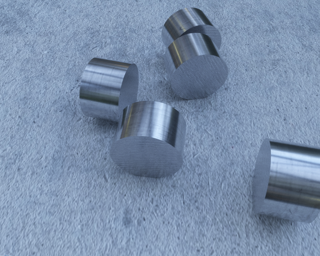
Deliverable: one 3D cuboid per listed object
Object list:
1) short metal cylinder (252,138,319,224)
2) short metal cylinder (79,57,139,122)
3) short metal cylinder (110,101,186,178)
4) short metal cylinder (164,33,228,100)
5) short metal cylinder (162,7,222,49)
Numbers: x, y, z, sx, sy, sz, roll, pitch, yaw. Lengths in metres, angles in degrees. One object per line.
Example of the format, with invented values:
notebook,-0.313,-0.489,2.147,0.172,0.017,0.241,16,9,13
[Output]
short metal cylinder,0.131,0.054,0.323,0.050,0.080,0.080,9,51,8
short metal cylinder,-0.064,-0.049,0.408,0.050,0.080,0.080,12,51,9
short metal cylinder,-0.012,0.015,0.355,0.080,0.080,0.050,6,50,5
short metal cylinder,0.050,-0.086,0.440,0.081,0.080,0.050,-9,51,-7
short metal cylinder,0.048,-0.139,0.484,0.081,0.080,0.050,-14,52,-12
